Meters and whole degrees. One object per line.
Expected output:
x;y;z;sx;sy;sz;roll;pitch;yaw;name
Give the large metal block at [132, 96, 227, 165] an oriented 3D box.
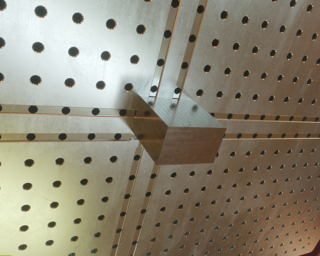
0.021;0.002;0.388;0.081;0.080;0.050;1;118;-29;large metal block
